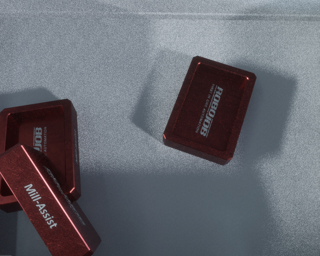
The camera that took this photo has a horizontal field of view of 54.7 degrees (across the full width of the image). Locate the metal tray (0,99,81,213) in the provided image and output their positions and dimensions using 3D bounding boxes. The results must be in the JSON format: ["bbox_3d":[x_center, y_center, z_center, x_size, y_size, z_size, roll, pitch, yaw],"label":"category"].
[{"bbox_3d":[-0.149,0.030,0.382,0.091,0.030,0.130,-10,60,-4],"label":"metal tray"}]

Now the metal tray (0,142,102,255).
[{"bbox_3d":[-0.115,0.082,0.334,0.030,0.090,0.130,-35,83,-11],"label":"metal tray"}]

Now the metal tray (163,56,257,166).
[{"bbox_3d":[0.067,-0.026,0.416,0.090,0.030,0.130,19,71,7],"label":"metal tray"}]
